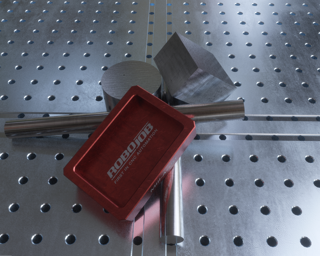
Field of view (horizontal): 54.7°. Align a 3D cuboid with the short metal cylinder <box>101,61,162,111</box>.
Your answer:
[{"bbox_3d":[-0.038,-0.049,0.432,0.081,0.050,0.080,0,50,0],"label":"short metal cylinder"}]

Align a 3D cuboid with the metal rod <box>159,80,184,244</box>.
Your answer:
[{"bbox_3d":[0.014,-0.002,0.409,0.025,0.025,0.300,1,50,1],"label":"metal rod"}]

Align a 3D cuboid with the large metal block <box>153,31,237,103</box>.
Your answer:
[{"bbox_3d":[0.048,-0.076,0.430,0.080,0.050,0.080,17,37,-40],"label":"large metal block"}]

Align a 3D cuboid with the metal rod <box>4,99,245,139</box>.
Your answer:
[{"bbox_3d":[-0.048,-0.010,0.394,0.302,0.025,0.025,-5,50,5],"label":"metal rod"}]

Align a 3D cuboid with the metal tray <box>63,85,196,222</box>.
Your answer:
[{"bbox_3d":[-0.032,0.026,0.348,0.090,0.030,0.130,34,78,18],"label":"metal tray"}]
